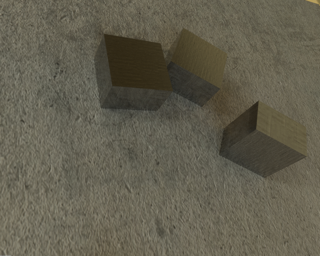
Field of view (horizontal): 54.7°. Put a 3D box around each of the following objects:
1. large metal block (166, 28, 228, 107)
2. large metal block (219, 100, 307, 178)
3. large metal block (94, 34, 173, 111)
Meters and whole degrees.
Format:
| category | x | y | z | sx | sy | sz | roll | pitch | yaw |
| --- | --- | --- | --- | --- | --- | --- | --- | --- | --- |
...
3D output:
| category | x | y | z | sx | sy | sz | roll | pitch | yaw |
| --- | --- | --- | --- | --- | --- | --- | --- | --- | --- |
| large metal block | 0.050 | -0.092 | 0.470 | 0.080 | 0.050 | 0.080 | 27 | 52 | -11 |
| large metal block | 0.143 | 0.019 | 0.434 | 0.080 | 0.080 | 0.050 | 27 | 53 | -12 |
| large metal block | -0.037 | -0.071 | 0.411 | 0.081 | 0.050 | 0.080 | 2 | 61 | -28 |
